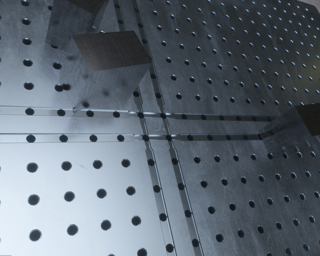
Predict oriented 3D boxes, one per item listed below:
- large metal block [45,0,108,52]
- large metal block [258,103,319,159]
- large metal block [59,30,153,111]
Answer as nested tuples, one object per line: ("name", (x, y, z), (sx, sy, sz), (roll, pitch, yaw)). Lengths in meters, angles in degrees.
("large metal block", (-0.106, -0.154, 0.411), (0.050, 0.080, 0.080), (25, 53, -14))
("large metal block", (0.221, 0.004, 0.492), (0.081, 0.080, 0.050), (-8, 66, -32))
("large metal block", (-0.069, -0.070, 0.380), (0.081, 0.080, 0.050), (-17, 71, -35))
